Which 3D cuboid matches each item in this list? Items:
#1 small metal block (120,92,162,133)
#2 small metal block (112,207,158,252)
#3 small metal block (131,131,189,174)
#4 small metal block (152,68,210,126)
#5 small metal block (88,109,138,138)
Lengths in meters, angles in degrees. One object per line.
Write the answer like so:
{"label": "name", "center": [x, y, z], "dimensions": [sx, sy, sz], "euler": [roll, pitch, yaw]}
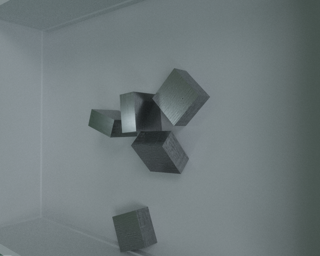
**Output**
{"label": "small metal block", "center": [-0.025, -0.020, 0.411], "dimensions": [0.025, 0.050, 0.050], "euler": [-7, 85, 40]}
{"label": "small metal block", "center": [-0.036, 0.143, 0.437], "dimensions": [0.050, 0.025, 0.050], "euler": [-26, 74, 37]}
{"label": "small metal block", "center": [0.000, 0.030, 0.389], "dimensions": [0.050, 0.025, 0.050], "euler": [-2, 133, 40]}
{"label": "small metal block", "center": [0.025, -0.038, 0.386], "dimensions": [0.050, 0.025, 0.050], "euler": [-52, 60, 27]}
{"label": "small metal block", "center": [-0.065, -0.007, 0.445], "dimensions": [0.050, 0.050, 0.025], "euler": [24, 105, 37]}
